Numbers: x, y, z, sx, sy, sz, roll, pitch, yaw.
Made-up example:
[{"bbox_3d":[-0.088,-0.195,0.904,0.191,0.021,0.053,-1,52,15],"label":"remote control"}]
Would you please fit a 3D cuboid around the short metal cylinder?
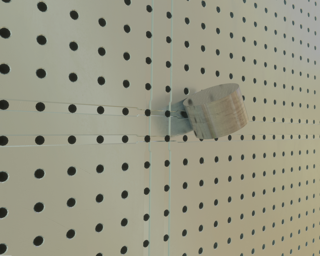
[{"bbox_3d":[0.079,-0.025,0.438,0.080,0.080,0.050,-33,111,-35],"label":"short metal cylinder"}]
